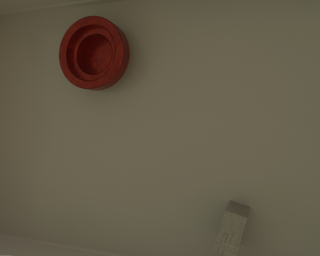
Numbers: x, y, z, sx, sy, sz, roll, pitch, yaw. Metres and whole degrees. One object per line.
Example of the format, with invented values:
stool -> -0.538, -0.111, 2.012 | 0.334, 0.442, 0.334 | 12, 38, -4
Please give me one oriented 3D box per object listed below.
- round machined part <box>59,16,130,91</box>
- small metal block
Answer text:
round machined part -> -0.087, -0.100, 0.431 | 0.098, 0.042, 0.097 | 0, 90, 19
small metal block -> 0.086, 0.119, 0.367 | 0.025, 0.050, 0.050 | 16, 95, 19
